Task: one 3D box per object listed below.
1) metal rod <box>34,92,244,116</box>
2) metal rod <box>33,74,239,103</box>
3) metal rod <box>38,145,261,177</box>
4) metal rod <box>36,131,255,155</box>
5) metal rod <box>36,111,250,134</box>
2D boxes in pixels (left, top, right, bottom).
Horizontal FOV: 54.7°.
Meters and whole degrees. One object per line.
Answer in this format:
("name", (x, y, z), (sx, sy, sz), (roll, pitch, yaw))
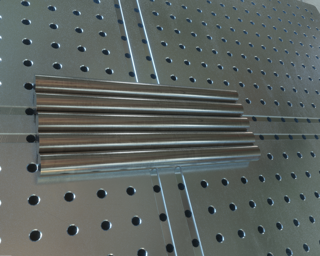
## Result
("metal rod", (-0.008, -0.028, 0.422), (0.303, 0.025, 0.025), (0, 62, -28))
("metal rod", (-0.014, -0.050, 0.433), (0.303, 0.025, 0.025), (0, 62, -28))
("metal rod", (0.009, 0.038, 0.391), (0.303, 0.025, 0.025), (0, 62, -29))
("metal rod", (0.003, 0.017, 0.401), (0.303, 0.025, 0.025), (0, 62, -28))
("metal rod", (-0.002, -0.005, 0.411), (0.303, 0.025, 0.025), (0, 62, -28))
